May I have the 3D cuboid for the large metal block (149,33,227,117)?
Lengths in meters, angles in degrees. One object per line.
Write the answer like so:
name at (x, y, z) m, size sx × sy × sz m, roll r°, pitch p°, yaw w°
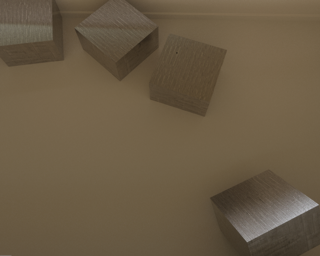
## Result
large metal block at (0.037, -0.072, 0.423) m, size 0.080 × 0.050 × 0.080 m, roll 18°, pitch 71°, yaw 6°

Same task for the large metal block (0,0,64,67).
large metal block at (-0.188, -0.140, 0.446) m, size 0.081 × 0.050 × 0.080 m, roll -7°, pitch 70°, yaw -3°

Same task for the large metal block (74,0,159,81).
large metal block at (-0.059, -0.128, 0.443) m, size 0.080 × 0.050 × 0.080 m, roll 42°, pitch 75°, yaw 13°

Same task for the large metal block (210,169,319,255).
large metal block at (0.113, 0.099, 0.338) m, size 0.080 × 0.080 × 0.050 m, roll -23°, pitch 113°, yaw -9°
